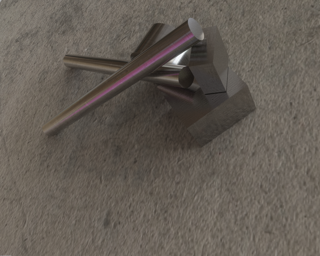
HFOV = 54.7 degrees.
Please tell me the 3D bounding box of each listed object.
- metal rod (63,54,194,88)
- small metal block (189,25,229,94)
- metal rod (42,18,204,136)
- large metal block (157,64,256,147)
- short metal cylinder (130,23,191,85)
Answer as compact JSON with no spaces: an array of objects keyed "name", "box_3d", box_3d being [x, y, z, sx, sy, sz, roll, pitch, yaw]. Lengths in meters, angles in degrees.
[{"name":"metal rod","box_3d":[-0.068,-0.090,0.458,0.300,0.025,0.025,19,71,47]},{"name":"small metal block","box_3d":[0.055,-0.073,0.336,0.025,0.050,0.050,-4,60,26]},{"name":"metal rod","box_3d":[-0.070,-0.049,0.402,0.299,0.025,0.025,-25,50,38]},{"name":"large metal block","box_3d":[0.056,-0.038,0.380,0.080,0.050,0.080,-36,51,5]},{"name":"short metal cylinder","box_3d":[0.007,-0.096,0.426,0.080,0.080,0.050,23,74,36]}]
